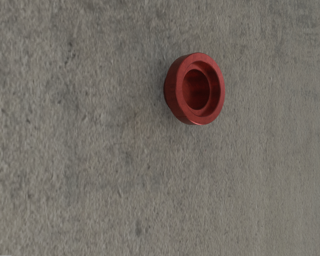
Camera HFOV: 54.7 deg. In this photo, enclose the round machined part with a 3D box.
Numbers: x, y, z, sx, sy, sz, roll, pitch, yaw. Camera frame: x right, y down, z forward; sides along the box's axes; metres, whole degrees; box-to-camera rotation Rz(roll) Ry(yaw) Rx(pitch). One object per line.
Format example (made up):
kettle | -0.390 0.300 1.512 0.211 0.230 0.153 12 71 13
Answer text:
round machined part | 0.043 -0.053 0.432 0.099 0.042 0.097 0 90 -40
